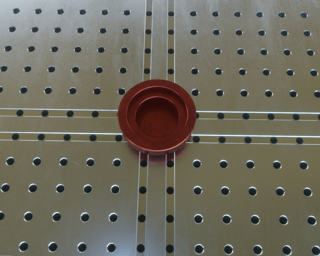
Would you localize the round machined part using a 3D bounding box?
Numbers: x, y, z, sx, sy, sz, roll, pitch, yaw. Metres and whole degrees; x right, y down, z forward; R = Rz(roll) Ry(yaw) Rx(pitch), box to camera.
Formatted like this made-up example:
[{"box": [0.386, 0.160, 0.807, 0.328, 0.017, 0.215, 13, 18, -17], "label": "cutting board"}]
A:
[{"box": [-0.004, -0.011, 0.406, 0.099, 0.042, 0.098, 0, 70, 0], "label": "round machined part"}]
